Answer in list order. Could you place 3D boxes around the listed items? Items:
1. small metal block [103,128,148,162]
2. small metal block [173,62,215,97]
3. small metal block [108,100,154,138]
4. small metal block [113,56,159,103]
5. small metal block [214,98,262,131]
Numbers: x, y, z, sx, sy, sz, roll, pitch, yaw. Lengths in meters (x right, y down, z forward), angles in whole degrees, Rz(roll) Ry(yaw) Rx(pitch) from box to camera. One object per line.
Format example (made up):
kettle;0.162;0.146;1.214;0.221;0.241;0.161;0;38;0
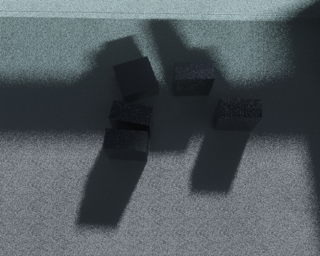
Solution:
small metal block;-0.041;0.022;0.388;0.050;0.050;0.025;4;70;1
small metal block;0.044;-0.066;0.421;0.050;0.050;0.025;-2;70;-1
small metal block;-0.035;-0.010;0.400;0.050;0.050;0.025;10;71;3
small metal block;-0.033;-0.067;0.434;0.050;0.025;0.050;-18;71;-7
small metal block;0.100;-0.016;0.404;0.050;0.050;0.025;2;70;0
